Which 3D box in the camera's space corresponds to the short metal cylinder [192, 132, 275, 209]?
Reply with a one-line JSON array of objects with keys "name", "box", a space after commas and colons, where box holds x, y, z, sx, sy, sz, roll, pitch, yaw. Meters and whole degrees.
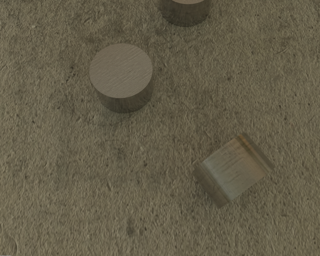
[{"name": "short metal cylinder", "box": [0.085, 0.050, 0.361, 0.080, 0.080, 0.050, -34, 74, -11]}]

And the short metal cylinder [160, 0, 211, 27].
[{"name": "short metal cylinder", "box": [0.039, -0.202, 0.469, 0.081, 0.050, 0.080, 0, 70, 0]}]

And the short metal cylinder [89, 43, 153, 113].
[{"name": "short metal cylinder", "box": [-0.050, -0.066, 0.418, 0.081, 0.050, 0.080, 0, 70, 0]}]
